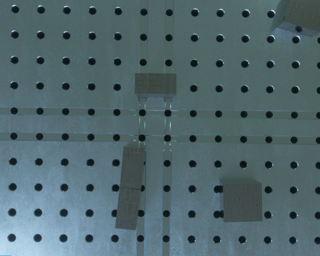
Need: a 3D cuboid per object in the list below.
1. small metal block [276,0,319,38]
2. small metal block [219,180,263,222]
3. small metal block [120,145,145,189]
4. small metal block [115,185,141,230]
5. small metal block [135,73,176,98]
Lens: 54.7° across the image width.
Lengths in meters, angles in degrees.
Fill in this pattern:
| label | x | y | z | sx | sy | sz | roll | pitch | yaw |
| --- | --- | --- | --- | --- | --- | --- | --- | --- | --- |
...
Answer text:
| label | x | y | z | sx | sy | sz | roll | pitch | yaw |
| --- | --- | --- | --- | --- | --- | --- | --- | --- | --- |
| small metal block | 0.192 | -0.156 | 0.416 | 0.050 | 0.025 | 0.050 | 16 | 90 | -1 |
| small metal block | 0.108 | 0.097 | 0.415 | 0.050 | 0.025 | 0.050 | -1 | 90 | -1 |
| small metal block | -0.034 | 0.048 | 0.401 | 0.025 | 0.050 | 0.050 | 5 | 90 | 0 |
| small metal block | -0.039 | 0.098 | 0.400 | 0.025 | 0.050 | 0.050 | 6 | 90 | 0 |
| small metal block | -0.005 | -0.054 | 0.401 | 0.050 | 0.050 | 0.025 | 0 | 90 | -1 |
